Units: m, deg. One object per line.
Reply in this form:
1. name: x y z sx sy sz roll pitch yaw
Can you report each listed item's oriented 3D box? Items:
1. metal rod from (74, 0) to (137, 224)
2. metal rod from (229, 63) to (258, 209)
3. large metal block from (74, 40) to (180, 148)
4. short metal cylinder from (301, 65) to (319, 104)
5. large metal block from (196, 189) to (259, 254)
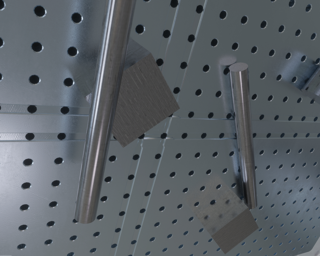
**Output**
1. metal rod: -0.054 -0.028 0.300 0.025 0.025 0.298 0 119 -29
2. metal rod: 0.141 0.032 0.508 0.025 0.025 0.298 -26 128 -12
3. large metal block: -0.036 -0.038 0.352 0.080 0.050 0.080 -35 129 -5
4. short metal cylinder: 0.275 -0.060 0.489 0.080 0.080 0.050 25 105 -37
5. large metal block: 0.125 0.173 0.571 0.080 0.050 0.080 -36 129 -4
